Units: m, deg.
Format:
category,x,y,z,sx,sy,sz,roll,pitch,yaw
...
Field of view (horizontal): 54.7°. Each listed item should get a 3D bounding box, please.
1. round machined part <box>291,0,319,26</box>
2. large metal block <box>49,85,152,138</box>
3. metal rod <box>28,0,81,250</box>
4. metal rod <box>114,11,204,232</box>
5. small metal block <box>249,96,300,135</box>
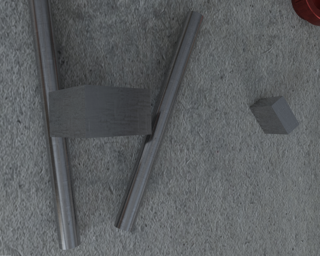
category,x,y,z,sx,sy,sz,roll,pitch,yaw
round machined part,0.251,-0.211,0.495,0.099,0.042,0.097,0,90,-21
large metal block,-0.067,-0.016,0.343,0.081,0.080,0.050,-2,91,-43
metal rod,-0.124,-0.008,0.363,0.025,0.025,0.298,-7,93,-20
metal rod,0.001,-0.014,0.410,0.025,0.025,0.299,21,83,-19
small metal block,0.169,-0.018,0.460,0.025,0.050,0.050,-38,103,-16
